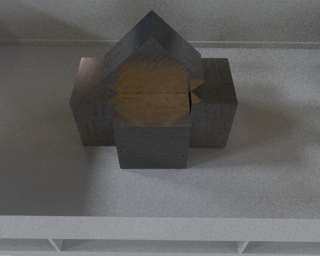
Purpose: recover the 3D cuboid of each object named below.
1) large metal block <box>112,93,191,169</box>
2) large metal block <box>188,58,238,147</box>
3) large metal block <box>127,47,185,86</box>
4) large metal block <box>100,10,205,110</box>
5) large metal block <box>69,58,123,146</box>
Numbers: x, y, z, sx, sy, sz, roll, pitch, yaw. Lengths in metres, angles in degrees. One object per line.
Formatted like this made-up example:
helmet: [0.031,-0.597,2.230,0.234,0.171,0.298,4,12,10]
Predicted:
large metal block: [-0.008,0.005,0.363,0.081,0.080,0.050,0,50,0]
large metal block: [0.059,-0.032,0.392,0.050,0.080,0.080,0,50,0]
large metal block: [-0.008,-0.072,0.428,0.081,0.080,0.050,0,50,0]
large metal block: [-0.008,-0.069,0.352,0.080,0.080,0.050,33,40,-33]
large metal block: [-0.074,-0.033,0.395,0.050,0.080,0.080,0,50,0]
